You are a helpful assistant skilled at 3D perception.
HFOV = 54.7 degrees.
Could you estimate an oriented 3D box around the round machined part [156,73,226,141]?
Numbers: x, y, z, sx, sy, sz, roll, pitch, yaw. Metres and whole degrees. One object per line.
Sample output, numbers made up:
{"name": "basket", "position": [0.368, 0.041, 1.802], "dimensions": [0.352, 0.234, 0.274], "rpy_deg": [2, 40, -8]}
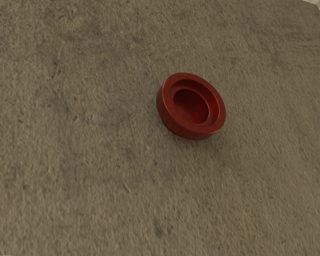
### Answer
{"name": "round machined part", "position": [0.039, -0.026, 0.431], "dimensions": [0.099, 0.042, 0.098], "rpy_deg": [14, 56, -21]}
